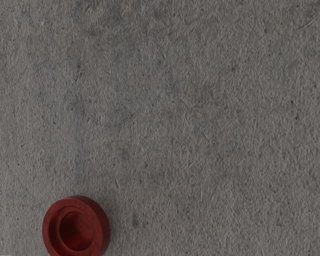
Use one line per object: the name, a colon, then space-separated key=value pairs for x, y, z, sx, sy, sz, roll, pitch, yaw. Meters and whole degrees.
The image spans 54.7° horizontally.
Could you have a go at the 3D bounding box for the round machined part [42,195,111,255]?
round machined part: x=-0.113 y=0.144 z=0.440 sx=0.098 sy=0.042 sz=0.097 roll=0 pitch=90 yaw=20
